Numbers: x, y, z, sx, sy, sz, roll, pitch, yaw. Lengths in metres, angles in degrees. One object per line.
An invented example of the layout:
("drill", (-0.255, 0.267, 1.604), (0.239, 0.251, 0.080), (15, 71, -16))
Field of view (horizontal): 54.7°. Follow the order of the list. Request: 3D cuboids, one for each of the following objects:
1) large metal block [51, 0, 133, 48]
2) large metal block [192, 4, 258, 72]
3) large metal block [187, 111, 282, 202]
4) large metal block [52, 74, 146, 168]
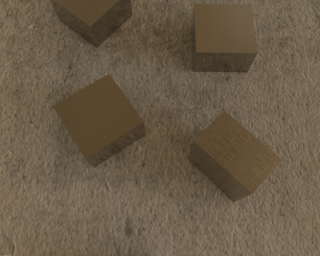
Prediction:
("large metal block", (-0.100, -0.181, 0.460), (0.080, 0.050, 0.080), (38, 74, 12))
("large metal block", (0.088, -0.127, 0.443), (0.081, 0.050, 0.080), (1, 70, 0))
("large metal block", (0.082, 0.037, 0.366), (0.080, 0.080, 0.050), (43, 75, 13))
("large metal block", (-0.075, -0.009, 0.397), (0.080, 0.050, 0.080), (-33, 74, -12))
